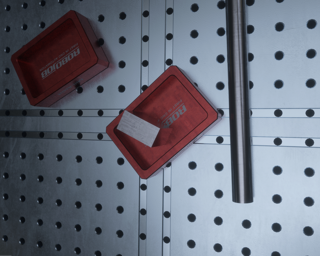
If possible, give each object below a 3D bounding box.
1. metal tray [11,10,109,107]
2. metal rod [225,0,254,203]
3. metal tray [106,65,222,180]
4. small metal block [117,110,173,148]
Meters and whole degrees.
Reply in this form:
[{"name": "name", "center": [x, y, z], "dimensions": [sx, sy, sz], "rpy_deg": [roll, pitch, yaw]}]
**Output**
[{"name": "metal tray", "center": [-0.151, -0.100, 0.461], "dimensions": [0.130, 0.030, 0.090], "rpy_deg": [-29, 81, 17]}, {"name": "metal rod", "center": [0.096, -0.060, 0.378], "dimensions": [0.025, 0.025, 0.298], "rpy_deg": [-2, 89, 19]}, {"name": "metal tray", "center": [0.003, -0.006, 0.408], "dimensions": [0.130, 0.030, 0.090], "rpy_deg": [-42, 77, 15]}, {"name": "small metal block", "center": [-0.018, 0.001, 0.391], "dimensions": [0.050, 0.050, 0.025], "rpy_deg": [28, 99, 17]}]
